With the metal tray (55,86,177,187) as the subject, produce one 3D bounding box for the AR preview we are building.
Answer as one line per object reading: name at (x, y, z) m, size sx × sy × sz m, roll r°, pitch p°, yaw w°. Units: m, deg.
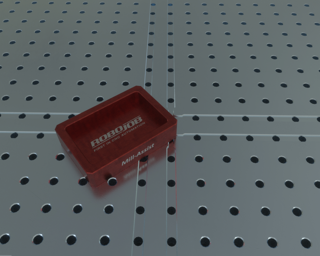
metal tray at (-0.054, 0.005, 0.400) m, size 0.131 × 0.030 × 0.090 m, roll -30°, pitch 56°, yaw -23°
